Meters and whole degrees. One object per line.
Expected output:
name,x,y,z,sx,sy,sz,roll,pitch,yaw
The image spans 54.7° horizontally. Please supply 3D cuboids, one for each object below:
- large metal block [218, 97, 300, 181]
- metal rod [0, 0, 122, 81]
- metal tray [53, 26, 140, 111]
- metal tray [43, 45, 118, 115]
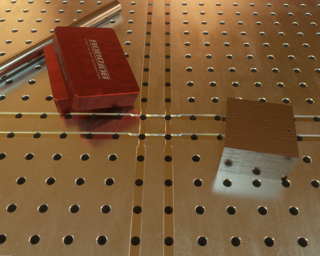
large metal block,0.118,0.013,0.382,0.080,0.050,0.080,8,50,6
metal rod,-0.179,-0.151,0.531,0.025,0.025,0.301,32,57,24
metal tray,-0.093,-0.089,0.442,0.091,0.030,0.130,-8,60,-29
metal tray,-0.122,-0.085,0.474,0.091,0.030,0.130,-15,52,-13
